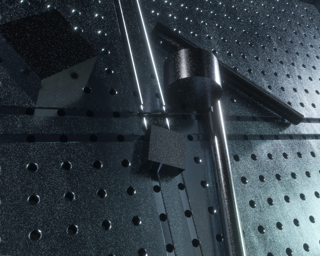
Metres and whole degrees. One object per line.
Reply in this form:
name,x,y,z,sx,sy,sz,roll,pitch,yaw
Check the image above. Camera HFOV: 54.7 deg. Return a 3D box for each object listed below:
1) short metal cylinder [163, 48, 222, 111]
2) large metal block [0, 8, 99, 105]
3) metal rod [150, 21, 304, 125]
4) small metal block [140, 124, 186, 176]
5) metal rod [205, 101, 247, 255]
short metal cylinder,0.045,-0.066,0.440,0.081,0.080,0.050,13,56,-22
large metal block,-0.137,-0.087,0.372,0.080,0.050,0.080,48,51,5
metal rod,0.119,-0.089,0.529,0.301,0.025,0.025,30,52,-10
small metal block,0.005,0.029,0.395,0.050,0.025,0.050,17,55,-19
metal rod,0.084,0.042,0.429,0.025,0.025,0.299,11,57,-23
